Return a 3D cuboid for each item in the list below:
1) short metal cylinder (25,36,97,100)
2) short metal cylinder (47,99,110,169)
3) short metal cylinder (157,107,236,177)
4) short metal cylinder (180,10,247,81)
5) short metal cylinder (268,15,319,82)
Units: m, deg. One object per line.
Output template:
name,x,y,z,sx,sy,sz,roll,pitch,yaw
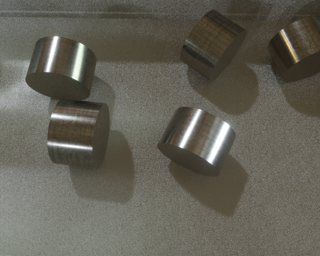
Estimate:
short metal cylinder,-0.128,-0.075,0.407,0.080,0.080,0.050,5,70,2
short metal cylinder,-0.096,0.007,0.377,0.050,0.080,0.080,7,70,2
short metal cylinder,0.044,0.018,0.374,0.080,0.080,0.050,25,72,9
short metal cylinder,0.072,-0.111,0.421,0.050,0.080,0.080,38,74,13
short metal cylinder,0.195,-0.105,0.420,0.081,0.080,0.050,-16,71,-6
